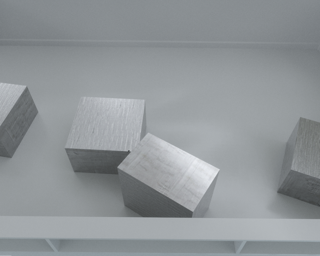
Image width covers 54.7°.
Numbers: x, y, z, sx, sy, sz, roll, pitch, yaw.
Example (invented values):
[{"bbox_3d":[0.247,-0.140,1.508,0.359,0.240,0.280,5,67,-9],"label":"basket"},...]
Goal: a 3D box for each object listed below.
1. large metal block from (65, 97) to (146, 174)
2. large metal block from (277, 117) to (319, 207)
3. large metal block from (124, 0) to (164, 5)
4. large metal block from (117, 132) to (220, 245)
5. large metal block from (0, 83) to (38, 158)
[{"bbox_3d":[-0.061,0.009,0.380,0.080,0.050,0.080,3,50,2],"label":"large metal block"},{"bbox_3d":[0.189,0.043,0.355,0.080,0.050,0.080,18,52,14],"label":"large metal block"},{"bbox_3d":[-0.032,-0.299,0.623,0.081,0.080,0.050,2,50,1],"label":"large metal block"},{"bbox_3d":[0.008,0.063,0.317,0.080,0.080,0.050,27,55,20],"label":"large metal block"},{"bbox_3d":[-0.218,-0.014,0.397,0.080,0.050,0.080,8,50,6],"label":"large metal block"}]
